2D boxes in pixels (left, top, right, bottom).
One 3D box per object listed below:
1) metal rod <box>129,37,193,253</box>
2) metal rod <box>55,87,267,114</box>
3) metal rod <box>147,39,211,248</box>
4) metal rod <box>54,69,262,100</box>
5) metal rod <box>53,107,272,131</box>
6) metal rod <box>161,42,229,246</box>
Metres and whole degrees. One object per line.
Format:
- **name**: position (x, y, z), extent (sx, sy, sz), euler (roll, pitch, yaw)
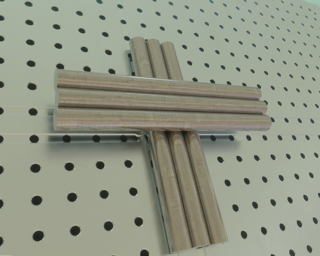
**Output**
- **metal rod**: position (-0.005, 0.003, 0.403), extent (0.025, 0.025, 0.299), euler (2, 61, -27)
- **metal rod**: position (0.022, -0.031, 0.406), extent (0.302, 0.025, 0.025), euler (0, 62, -28)
- **metal rod**: position (0.016, 0.002, 0.415), extent (0.025, 0.025, 0.299), euler (2, 61, -27)
- **metal rod**: position (0.017, -0.053, 0.417), extent (0.302, 0.025, 0.025), euler (0, 62, -28)
- **metal rod**: position (0.024, -0.009, 0.394), extent (0.302, 0.025, 0.025), euler (0, 62, -28)
- **metal rod**: position (0.039, 0.003, 0.426), extent (0.025, 0.025, 0.299), euler (2, 61, -27)
